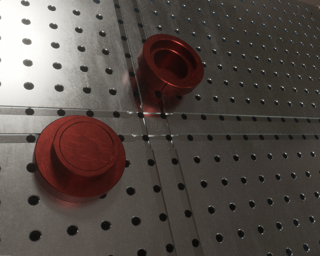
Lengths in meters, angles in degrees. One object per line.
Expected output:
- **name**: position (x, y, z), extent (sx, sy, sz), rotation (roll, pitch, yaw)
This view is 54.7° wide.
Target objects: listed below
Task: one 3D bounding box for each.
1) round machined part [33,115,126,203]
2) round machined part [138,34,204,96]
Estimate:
- **round machined part**: position (-0.083, 0.027, 0.336), extent (0.099, 0.042, 0.098), rotation (14, 56, -21)
- **round machined part**: position (0.012, -0.088, 0.459), extent (0.099, 0.042, 0.098), rotation (14, 56, -21)
